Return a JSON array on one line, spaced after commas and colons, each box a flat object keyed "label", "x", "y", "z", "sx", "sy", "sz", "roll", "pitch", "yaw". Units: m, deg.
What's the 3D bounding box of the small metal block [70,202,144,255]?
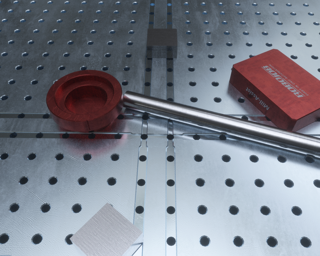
[{"label": "small metal block", "x": -0.052, "y": 0.113, "z": 0.312, "sx": 0.050, "sy": 0.025, "sz": 0.050, "roll": 33, "pitch": 57, "yaw": 24}]

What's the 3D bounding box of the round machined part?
[{"label": "round machined part", "x": -0.099, "y": -0.032, "z": 0.423, "sx": 0.099, "sy": 0.042, "sz": 0.098, "roll": 0, "pitch": 50, "yaw": 0}]

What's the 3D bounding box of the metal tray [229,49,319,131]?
[{"label": "metal tray", "x": 0.178, "y": -0.059, "z": 0.455, "sx": 0.091, "sy": 0.030, "sz": 0.130, "roll": -24, "pitch": 54, "yaw": -19}]

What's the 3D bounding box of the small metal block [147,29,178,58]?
[{"label": "small metal block", "x": 0.004, "y": -0.145, "z": 0.529, "sx": 0.050, "sy": 0.025, "sz": 0.050, "roll": 0, "pitch": 50, "yaw": 0}]

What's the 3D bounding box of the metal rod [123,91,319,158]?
[{"label": "metal rod", "x": 0.094, "y": -0.003, "z": 0.410, "sx": 0.301, "sy": 0.025, "sz": 0.025, "roll": 15, "pitch": 52, "yaw": 12}]
